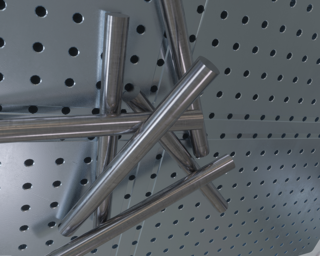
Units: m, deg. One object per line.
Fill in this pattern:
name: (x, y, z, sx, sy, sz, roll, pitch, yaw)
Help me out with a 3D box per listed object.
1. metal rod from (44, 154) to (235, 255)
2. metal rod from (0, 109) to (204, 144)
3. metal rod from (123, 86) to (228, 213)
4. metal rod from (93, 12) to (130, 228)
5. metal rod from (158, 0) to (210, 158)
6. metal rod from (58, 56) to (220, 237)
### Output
metal rod: (-0.026, 0.117, 0.434, 0.301, 0.025, 0.025, -27, 128, -11)
metal rod: (-0.096, -0.001, 0.332, 0.302, 0.025, 0.025, -4, 121, -18)
metal rod: (0.038, 0.050, 0.462, 0.025, 0.025, 0.300, -40, 129, -1)
metal rod: (-0.065, 0.015, 0.384, 0.025, 0.025, 0.298, -5, 121, -26)
metal rod: (0.028, -0.079, 0.376, 0.025, 0.025, 0.299, -26, 128, -12)
metal rod: (-0.041, 0.040, 0.357, 0.025, 0.025, 0.299, 19, 125, -36)
